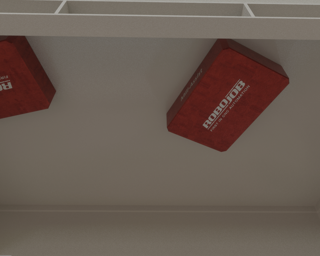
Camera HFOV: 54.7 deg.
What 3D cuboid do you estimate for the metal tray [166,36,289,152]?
[{"bbox_3d":[0.077,-0.034,0.377,0.091,0.030,0.129,22,127,-18],"label":"metal tray"}]

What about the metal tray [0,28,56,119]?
[{"bbox_3d":[-0.202,-0.054,0.358,0.131,0.030,0.090,-11,130,9],"label":"metal tray"}]
